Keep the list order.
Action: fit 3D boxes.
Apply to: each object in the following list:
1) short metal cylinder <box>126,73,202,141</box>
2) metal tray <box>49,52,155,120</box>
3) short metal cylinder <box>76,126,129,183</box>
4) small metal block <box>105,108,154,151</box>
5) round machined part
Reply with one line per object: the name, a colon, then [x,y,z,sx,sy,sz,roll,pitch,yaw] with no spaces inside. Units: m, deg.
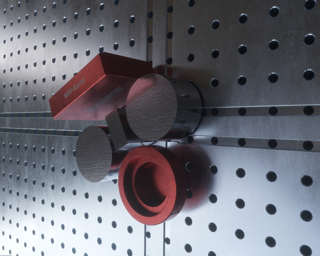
short metal cylinder: [0.004,-0.025,0.385,0.080,0.050,0.079,0,90,40]
metal tray: [-0.080,-0.051,0.427,0.130,0.091,0.030,-30,72,36]
short metal cylinder: [-0.078,0.036,0.452,0.080,0.050,0.079,0,90,40]
small metal block: [-0.041,0.002,0.421,0.025,0.050,0.050,-32,71,36]
round machined part: [-0.005,0.071,0.397,0.098,0.042,0.097,0,90,40]
